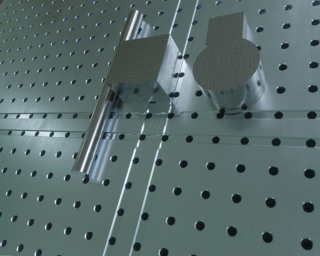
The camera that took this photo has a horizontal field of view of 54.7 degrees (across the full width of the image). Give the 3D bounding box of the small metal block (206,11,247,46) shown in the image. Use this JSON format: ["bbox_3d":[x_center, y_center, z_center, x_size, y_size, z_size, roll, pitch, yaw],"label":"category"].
[{"bbox_3d":[0.095,-0.133,0.439,0.050,0.025,0.050,-3,60,26],"label":"small metal block"}]

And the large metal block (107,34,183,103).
[{"bbox_3d":[-0.020,-0.085,0.454,0.080,0.050,0.080,0,62,28],"label":"large metal block"}]

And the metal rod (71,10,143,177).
[{"bbox_3d":[-0.076,-0.069,0.488,0.025,0.025,0.300,0,62,28],"label":"metal rod"}]

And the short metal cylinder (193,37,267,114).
[{"bbox_3d":[0.087,-0.065,0.386,0.080,0.050,0.080,-13,56,20],"label":"short metal cylinder"}]
